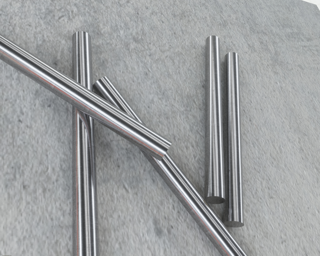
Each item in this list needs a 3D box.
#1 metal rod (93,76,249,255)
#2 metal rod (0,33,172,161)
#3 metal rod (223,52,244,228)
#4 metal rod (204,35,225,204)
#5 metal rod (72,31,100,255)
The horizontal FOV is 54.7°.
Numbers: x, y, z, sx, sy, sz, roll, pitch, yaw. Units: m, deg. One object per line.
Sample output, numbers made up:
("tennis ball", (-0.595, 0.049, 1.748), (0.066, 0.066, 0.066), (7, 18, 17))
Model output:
("metal rod", (0.016, 0.058, 0.378), (0.025, 0.025, 0.300), (-32, 80, -38))
("metal rod", (-0.120, -0.054, 0.347), (0.301, 0.025, 0.025), (32, 51, 2))
("metal rod", (0.109, -0.003, 0.466), (0.025, 0.025, 0.300), (20, 54, -17))
("metal rod", (0.080, -0.033, 0.463), (0.025, 0.025, 0.300), (19, 52, -17))
("metal rod", (-0.087, 0.008, 0.352), (0.025, 0.025, 0.299), (6, 59, -26))
